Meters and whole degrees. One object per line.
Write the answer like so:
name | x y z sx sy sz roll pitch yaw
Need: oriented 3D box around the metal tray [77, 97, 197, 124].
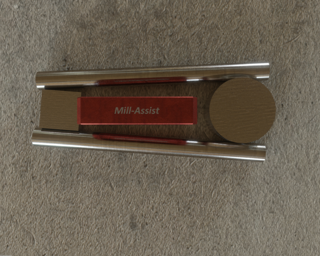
metal tray | -0.024 -0.019 0.377 0.131 0.090 0.030 0 90 0

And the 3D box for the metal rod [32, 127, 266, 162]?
metal rod | -0.014 0.022 0.411 0.302 0.025 0.025 4 90 0

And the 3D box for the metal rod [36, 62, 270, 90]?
metal rod | -0.009 -0.069 0.411 0.302 0.025 0.025 -3 90 0

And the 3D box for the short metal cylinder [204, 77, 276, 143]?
short metal cylinder | 0.100 -0.022 0.399 0.081 0.050 0.079 0 90 0

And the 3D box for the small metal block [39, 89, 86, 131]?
small metal block | -0.128 -0.023 0.411 0.050 0.025 0.050 4 90 0
